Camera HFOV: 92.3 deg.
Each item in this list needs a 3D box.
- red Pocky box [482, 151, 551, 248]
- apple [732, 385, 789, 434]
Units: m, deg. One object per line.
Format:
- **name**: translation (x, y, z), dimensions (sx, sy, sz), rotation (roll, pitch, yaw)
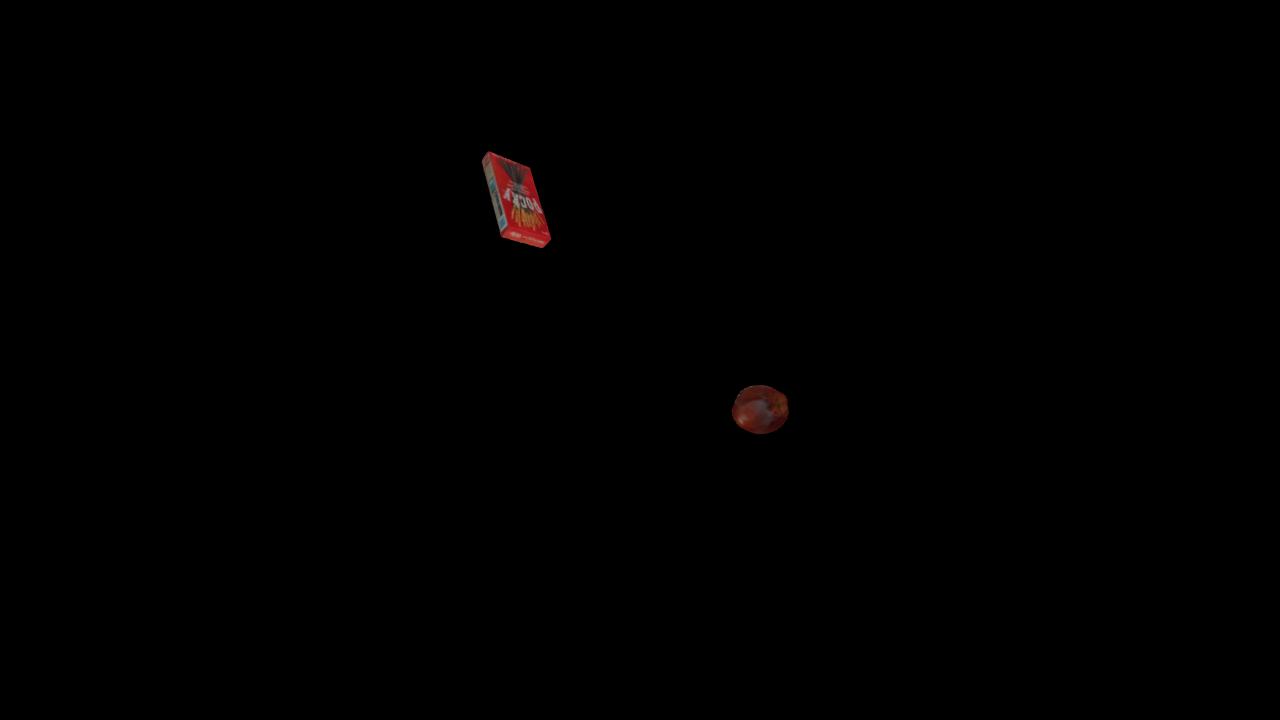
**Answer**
- **red Pocky box**: translation (-0.195, -0.253, 0.972), dimensions (0.028, 0.155, 0.083), rotation (-35, -27, 34)
- **apple**: translation (0.186, 0.078, 0.950), dimensions (0.079, 0.079, 0.093), rotation (0, -16, -31)
